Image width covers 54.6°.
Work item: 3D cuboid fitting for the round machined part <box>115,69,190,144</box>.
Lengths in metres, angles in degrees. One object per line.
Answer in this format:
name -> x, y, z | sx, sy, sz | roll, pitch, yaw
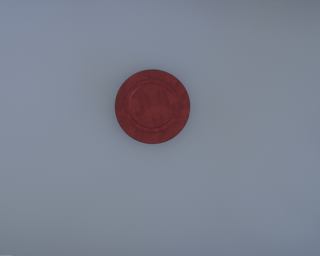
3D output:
round machined part -> -0.010, -0.028, 0.403 | 0.099, 0.042, 0.097 | 0, 90, 0
